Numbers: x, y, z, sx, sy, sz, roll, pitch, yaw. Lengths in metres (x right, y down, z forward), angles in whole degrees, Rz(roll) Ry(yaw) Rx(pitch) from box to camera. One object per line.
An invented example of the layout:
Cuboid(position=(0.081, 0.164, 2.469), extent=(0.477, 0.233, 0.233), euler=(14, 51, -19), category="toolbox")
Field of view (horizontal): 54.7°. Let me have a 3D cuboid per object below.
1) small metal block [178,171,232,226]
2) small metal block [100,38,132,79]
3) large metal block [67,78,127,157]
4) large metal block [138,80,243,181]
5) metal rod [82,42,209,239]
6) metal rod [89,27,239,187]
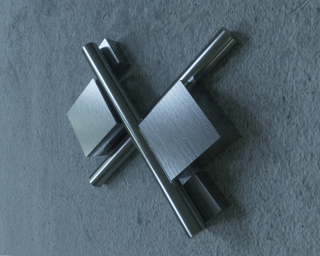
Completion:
Cuboid(position=(0.048, 0.087, 0.368), extent=(0.050, 0.025, 0.050), euler=(-50, 61, 28), category="small metal block")
Cuboid(position=(-0.077, -0.098, 0.471), extent=(0.050, 0.025, 0.050), euler=(-45, 63, 31), category="small metal block")
Cuboid(position=(-0.083, -0.014, 0.457), extent=(0.080, 0.050, 0.080), euler=(-44, 64, 31), category="large metal block")
Cuboid(position=(0.033, 0.003, 0.363), extent=(0.080, 0.050, 0.080), euler=(-47, 62, 30), category="large metal block")
Cuboid(position=(-0.031, -0.001, 0.398), extent=(0.025, 0.025, 0.299), euler=(-47, 62, 30), category="metal rod")
Cuboid(position=(-0.011, -0.010, 0.417), extent=(0.299, 0.025, 0.025), euler=(-46, 63, 30), category="metal rod")
